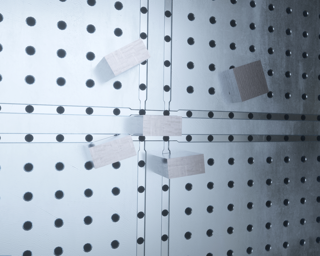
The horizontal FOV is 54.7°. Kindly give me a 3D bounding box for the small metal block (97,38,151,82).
[{"bbox_3d":[-0.045,-0.083,0.383,0.050,0.050,0.025,-32,101,-17],"label":"small metal block"}]

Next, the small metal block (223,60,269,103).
[{"bbox_3d":[0.129,-0.069,0.462,0.050,0.025,0.050,-20,97,-19],"label":"small metal block"}]

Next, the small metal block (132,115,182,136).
[{"bbox_3d":[-0.005,-0.003,0.398,0.050,0.050,0.025,1,90,-20],"label":"small metal block"}]

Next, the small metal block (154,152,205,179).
[{"bbox_3d":[0.025,0.047,0.410,0.050,0.050,0.025,-6,92,-20],"label":"small metal block"}]

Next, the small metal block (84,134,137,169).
[{"bbox_3d":[-0.062,0.027,0.377,0.050,0.050,0.025,-18,96,-20],"label":"small metal block"}]
